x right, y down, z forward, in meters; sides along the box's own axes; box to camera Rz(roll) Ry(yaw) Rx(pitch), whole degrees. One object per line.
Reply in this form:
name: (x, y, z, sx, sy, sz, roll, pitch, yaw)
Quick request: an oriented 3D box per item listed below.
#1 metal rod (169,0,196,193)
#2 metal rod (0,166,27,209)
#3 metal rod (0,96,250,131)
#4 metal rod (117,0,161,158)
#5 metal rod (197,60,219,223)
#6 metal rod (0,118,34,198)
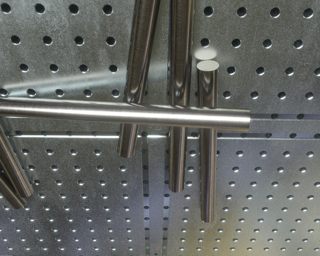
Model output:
metal rod: (0.024, -0.022, 0.393, 0.025, 0.025, 0.298, -1, 130, 0)
metal rod: (-0.266, 0.014, 0.420, 0.025, 0.025, 0.299, -10, 130, 8)
metal rod: (-0.051, -0.018, 0.364, 0.301, 0.025, 0.025, 4, 131, 9)
metal rod: (-0.023, -0.079, 0.343, 0.025, 0.025, 0.298, 7, 130, -6)
metal rod: (0.069, 0.042, 0.447, 0.025, 0.025, 0.298, -4, 130, 4)
metal rod: (-0.221, -0.012, 0.399, 0.025, 0.025, 0.298, -2, 130, 2)
